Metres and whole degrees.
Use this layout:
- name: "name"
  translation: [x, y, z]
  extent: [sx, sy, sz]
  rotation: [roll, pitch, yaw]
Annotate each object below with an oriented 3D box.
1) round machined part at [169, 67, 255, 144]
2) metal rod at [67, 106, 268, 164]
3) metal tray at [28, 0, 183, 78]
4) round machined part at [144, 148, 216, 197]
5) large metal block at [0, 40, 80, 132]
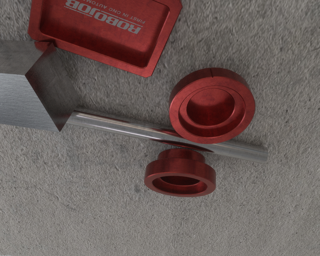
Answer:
- name: "round machined part"
  translation: [0.060, -0.030, 0.371]
  extent: [0.099, 0.042, 0.097]
  rotation: [0, 130, 0]
- name: "metal rod"
  translation: [0.002, 0.008, 0.413]
  extent: [0.302, 0.025, 0.025]
  rotation: [12, 129, -11]
- name: "metal tray"
  translation: [-0.054, -0.112, 0.307]
  extent: [0.131, 0.030, 0.089]
  rotation: [17, 128, -14]
- name: "round machined part"
  translation: [0.029, 0.062, 0.435]
  extent: [0.099, 0.042, 0.098]
  rotation: [5, 150, 3]
- name: "large metal block"
  translation: [-0.145, -0.045, 0.329]
  extent: [0.080, 0.050, 0.080]
  rotation: [7, 141, 17]
